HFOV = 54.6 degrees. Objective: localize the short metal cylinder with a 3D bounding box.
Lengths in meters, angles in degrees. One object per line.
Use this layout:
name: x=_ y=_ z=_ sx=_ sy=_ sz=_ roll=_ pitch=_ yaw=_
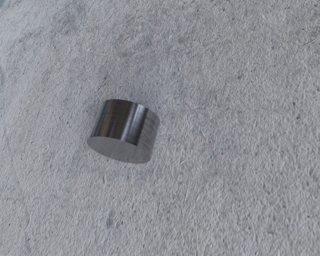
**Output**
short metal cylinder: x=-0.045 y=0.006 z=0.389 sx=0.080 sy=0.080 sz=0.050 roll=1 pitch=62 yaw=28
